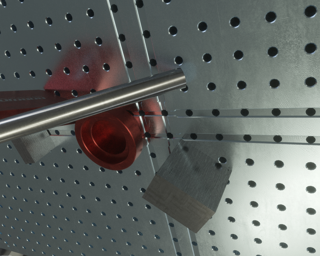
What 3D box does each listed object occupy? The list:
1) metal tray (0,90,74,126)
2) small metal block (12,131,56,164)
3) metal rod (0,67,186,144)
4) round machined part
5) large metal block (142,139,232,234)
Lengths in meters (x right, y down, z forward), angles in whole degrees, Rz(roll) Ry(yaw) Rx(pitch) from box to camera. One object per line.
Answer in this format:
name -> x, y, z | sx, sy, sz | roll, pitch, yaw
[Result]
metal tray -> -0.190, -0.024, 0.413 | 0.090, 0.131, 0.030 | 20, 109, 32
small metal block -> -0.212, 0.025, 0.519 | 0.025, 0.050, 0.050 | -9, 114, 32
metal rod -> -0.116, -0.014, 0.340 | 0.302, 0.025, 0.025 | -18, 116, -9
round machined part -> -0.068, 0.009, 0.439 | 0.098, 0.042, 0.097 | 13, 124, 20
large metal block -> 0.037, 0.072, 0.400 | 0.080, 0.080, 0.050 | 33, 128, 6
